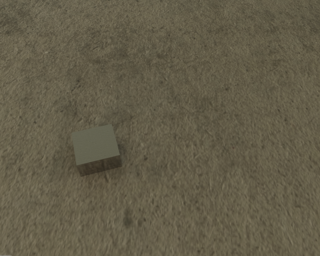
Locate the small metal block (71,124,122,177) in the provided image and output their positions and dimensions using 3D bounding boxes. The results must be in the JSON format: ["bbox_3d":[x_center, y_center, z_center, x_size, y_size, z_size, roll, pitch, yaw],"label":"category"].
[{"bbox_3d":[-0.078,0.027,0.381,0.050,0.025,0.050,-13,51,-11],"label":"small metal block"}]
